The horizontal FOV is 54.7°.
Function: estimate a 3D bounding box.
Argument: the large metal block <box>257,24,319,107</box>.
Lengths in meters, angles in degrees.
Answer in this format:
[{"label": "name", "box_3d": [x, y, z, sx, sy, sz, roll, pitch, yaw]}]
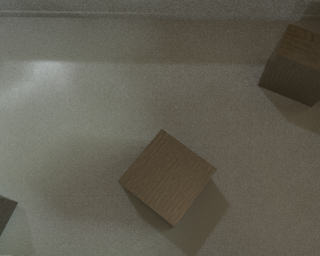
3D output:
[{"label": "large metal block", "box_3d": [0.187, -0.080, 0.411, 0.080, 0.080, 0.050, 24, 72, 8]}]

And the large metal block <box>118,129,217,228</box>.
[{"label": "large metal block", "box_3d": [0.009, 0.062, 0.374, 0.080, 0.050, 0.080, 36, 74, 12]}]

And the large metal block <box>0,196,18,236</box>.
[{"label": "large metal block", "box_3d": [-0.218, 0.103, 0.336, 0.050, 0.080, 0.080, 15, 70, 19]}]
